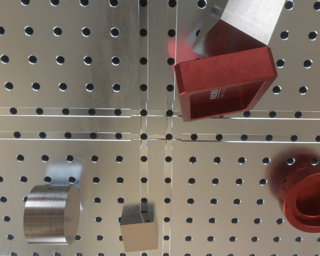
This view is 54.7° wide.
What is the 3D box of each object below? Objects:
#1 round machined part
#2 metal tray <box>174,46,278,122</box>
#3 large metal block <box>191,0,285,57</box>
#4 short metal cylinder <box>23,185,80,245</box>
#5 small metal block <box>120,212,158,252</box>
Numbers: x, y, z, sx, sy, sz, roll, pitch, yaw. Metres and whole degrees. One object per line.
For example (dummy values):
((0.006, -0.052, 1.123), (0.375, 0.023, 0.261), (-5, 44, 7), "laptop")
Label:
((0.218, 0.096, 0.442), (0.099, 0.042, 0.097), (0, 110, 0), "round machined part")
((0.066, -0.041, 0.344), (0.090, 0.130, 0.030), (-10, 78, 4), "metal tray")
((0.083, -0.118, 0.326), (0.050, 0.080, 0.080), (26, 79, -9), "large metal block")
((-0.145, 0.119, 0.426), (0.050, 0.080, 0.079), (0, 110, 0), "short metal cylinder")
((-0.031, 0.158, 0.471), (0.050, 0.025, 0.050), (-7, 110, 2), "small metal block")
